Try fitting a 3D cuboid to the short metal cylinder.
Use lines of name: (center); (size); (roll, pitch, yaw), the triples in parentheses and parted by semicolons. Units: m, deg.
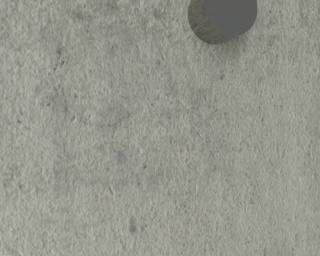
short metal cylinder: (0.086, -0.161, 0.429); (0.081, 0.050, 0.079); (0, 90, -21)
